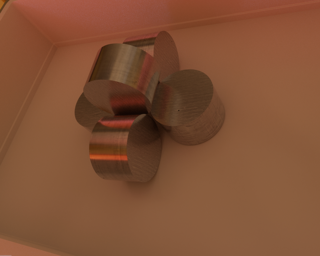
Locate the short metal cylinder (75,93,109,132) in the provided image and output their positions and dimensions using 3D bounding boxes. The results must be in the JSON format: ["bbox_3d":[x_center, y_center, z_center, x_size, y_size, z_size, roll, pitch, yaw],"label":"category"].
[{"bbox_3d":[-0.072,-0.024,0.440,0.080,0.050,0.080,-13,56,21],"label":"short metal cylinder"}]

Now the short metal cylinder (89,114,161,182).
[{"bbox_3d":[-0.039,0.024,0.374,0.050,0.080,0.080,-1,61,27],"label":"short metal cylinder"}]

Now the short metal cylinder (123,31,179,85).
[{"bbox_3d":[-0.012,-0.090,0.429,0.050,0.080,0.080,-1,61,27],"label":"short metal cylinder"}]

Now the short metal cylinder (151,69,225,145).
[{"bbox_3d":[0.034,-0.025,0.384,0.080,0.050,0.080,-13,56,21],"label":"short metal cylinder"}]

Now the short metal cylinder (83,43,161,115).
[{"bbox_3d":[-0.044,-0.054,0.367,0.080,0.080,0.050,-1,61,28],"label":"short metal cylinder"}]
